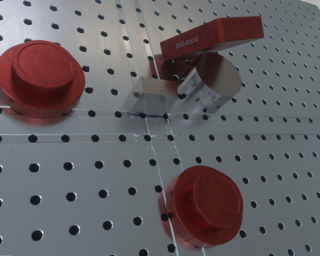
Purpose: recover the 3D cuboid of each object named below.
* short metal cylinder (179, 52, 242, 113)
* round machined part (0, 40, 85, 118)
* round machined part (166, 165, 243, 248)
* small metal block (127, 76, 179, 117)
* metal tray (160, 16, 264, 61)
[{"bbox_3d":[0.077,-0.069,0.476,0.081,0.050,0.080,14,56,-21],"label":"short metal cylinder"},{"bbox_3d":[-0.137,-0.063,0.363,0.099,0.042,0.098,14,56,-21],"label":"round machined part"},{"bbox_3d":[0.060,0.090,0.375,0.099,0.042,0.098,14,56,-21],"label":"round machined part"},{"bbox_3d":[-0.011,-0.040,0.411,0.050,0.050,0.025,5,60,-26],"label":"small metal block"},{"bbox_3d":[0.073,-0.131,0.460,0.091,0.130,0.030,-16,98,-35],"label":"metal tray"}]
